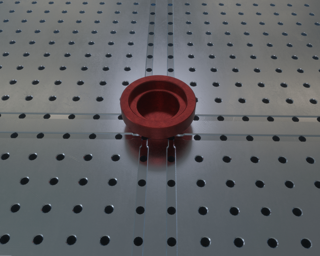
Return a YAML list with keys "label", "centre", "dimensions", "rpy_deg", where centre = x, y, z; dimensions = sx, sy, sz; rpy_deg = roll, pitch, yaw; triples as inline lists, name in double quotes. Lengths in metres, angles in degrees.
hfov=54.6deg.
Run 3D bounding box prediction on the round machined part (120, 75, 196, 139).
- label: "round machined part"
  centre: [-0.002, -0.023, 0.417]
  dimensions: [0.099, 0.042, 0.098]
  rpy_deg: [0, 50, 0]
